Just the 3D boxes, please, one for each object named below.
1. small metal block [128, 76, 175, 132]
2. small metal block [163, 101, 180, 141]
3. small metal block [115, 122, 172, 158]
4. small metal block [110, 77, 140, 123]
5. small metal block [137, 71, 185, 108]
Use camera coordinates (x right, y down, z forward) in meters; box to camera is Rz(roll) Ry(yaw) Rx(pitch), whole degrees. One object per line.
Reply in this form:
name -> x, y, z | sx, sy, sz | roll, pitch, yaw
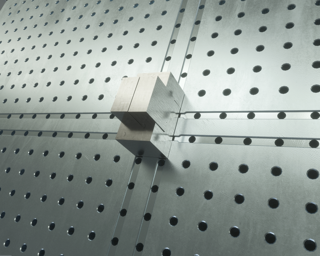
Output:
small metal block -> -0.009, -0.029, 0.383 | 0.025, 0.050, 0.050 | 1, 62, 30
small metal block -> -0.005, -0.012, 0.419 | 0.050, 0.025, 0.050 | 1, 62, 30
small metal block -> -0.020, 0.015, 0.394 | 0.050, 0.050, 0.025 | 2, 62, 29
small metal block -> -0.032, -0.030, 0.396 | 0.025, 0.050, 0.050 | 2, 63, 29
small metal block -> -0.001, -0.051, 0.424 | 0.050, 0.050, 0.025 | 2, 63, 29
